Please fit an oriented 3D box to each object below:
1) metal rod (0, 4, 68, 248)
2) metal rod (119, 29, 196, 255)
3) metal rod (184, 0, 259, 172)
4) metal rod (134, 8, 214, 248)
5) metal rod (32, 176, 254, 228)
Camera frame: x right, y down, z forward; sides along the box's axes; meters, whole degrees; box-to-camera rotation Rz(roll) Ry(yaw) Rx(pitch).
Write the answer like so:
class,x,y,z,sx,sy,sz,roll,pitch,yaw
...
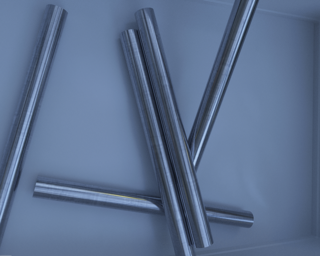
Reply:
class,x,y,z,sx,sy,sz,roll,pitch,yaw
metal rod,-0.158,0.005,0.352,0.025,0.025,0.299,16,85,-20
metal rod,-0.003,0.023,0.393,0.025,0.025,0.298,-14,88,-20
metal rod,0.068,-0.049,0.374,0.025,0.025,0.298,9,111,-20
metal rod,0.017,-0.002,0.386,0.025,0.025,0.298,-14,88,-20
metal rod,-0.006,0.102,0.409,0.302,0.025,0.025,14,85,-20
